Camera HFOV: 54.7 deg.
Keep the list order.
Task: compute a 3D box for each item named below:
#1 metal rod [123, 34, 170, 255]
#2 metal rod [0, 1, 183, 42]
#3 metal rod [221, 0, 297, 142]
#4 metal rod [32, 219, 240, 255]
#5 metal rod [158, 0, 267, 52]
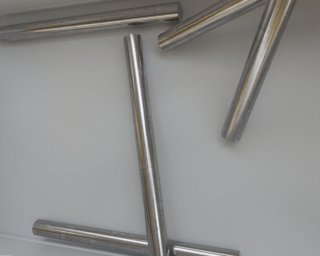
[{"bbox_3d":[-0.018,0.023,0.402,0.025,0.025,0.298,-10,81,19],"label":"metal rod"},{"bbox_3d":[-0.116,-0.151,0.451,0.301,0.025,0.025,0,90,19],"label":"metal rod"},{"bbox_3d":[0.111,-0.108,0.293,0.025,0.025,0.298,25,129,18],"label":"metal rod"},{"bbox_3d":[-0.046,0.157,0.426,0.301,0.025,0.025,2,91,19],"label":"metal rod"},{"bbox_3d":[0.112,-0.141,0.308,0.299,0.025,0.025,-15,85,43],"label":"metal rod"}]
